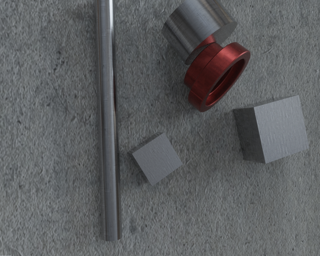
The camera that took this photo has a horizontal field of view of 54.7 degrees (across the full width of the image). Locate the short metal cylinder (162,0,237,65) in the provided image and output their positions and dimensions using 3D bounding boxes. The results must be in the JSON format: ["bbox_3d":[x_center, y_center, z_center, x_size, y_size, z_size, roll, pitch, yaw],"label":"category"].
[{"bbox_3d":[0.050,-0.125,0.393,0.080,0.080,0.050,-34,83,-17],"label":"short metal cylinder"}]

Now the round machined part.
[{"bbox_3d":[0.069,-0.071,0.405,0.042,0.098,0.098,42,74,16],"label":"round machined part"}]

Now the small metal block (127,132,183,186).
[{"bbox_3d":[-0.007,0.040,0.408,0.050,0.025,0.050,-34,101,-17],"label":"small metal block"}]

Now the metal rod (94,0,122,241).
[{"bbox_3d":[-0.065,-0.012,0.385,0.025,0.025,0.298,-2,91,-20],"label":"metal rod"}]

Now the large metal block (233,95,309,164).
[{"bbox_3d":[0.164,0.001,0.458,0.081,0.050,0.080,-15,95,-20],"label":"large metal block"}]
